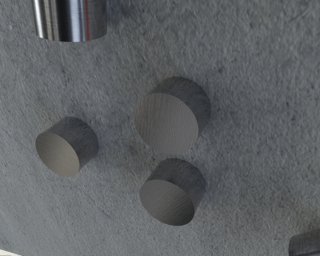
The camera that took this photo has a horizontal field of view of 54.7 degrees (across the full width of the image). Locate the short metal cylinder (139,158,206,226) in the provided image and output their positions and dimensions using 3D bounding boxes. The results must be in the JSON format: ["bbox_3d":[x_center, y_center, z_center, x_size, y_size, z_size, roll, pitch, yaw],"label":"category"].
[{"bbox_3d":[0.019,0.090,0.435,0.080,0.050,0.079,13,124,20],"label":"short metal cylinder"}]

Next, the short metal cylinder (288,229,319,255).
[{"bbox_3d":[0.199,0.162,0.366,0.080,0.080,0.050,49,128,-7],"label":"short metal cylinder"}]

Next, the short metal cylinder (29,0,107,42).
[{"bbox_3d":[-0.099,-0.132,0.340,0.080,0.080,0.050,17,125,18],"label":"short metal cylinder"}]

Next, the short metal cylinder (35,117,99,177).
[{"bbox_3d":[-0.143,0.029,0.482,0.080,0.050,0.079,13,124,20],"label":"short metal cylinder"}]

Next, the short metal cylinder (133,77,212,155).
[{"bbox_3d":[0.016,-0.015,0.372,0.080,0.050,0.079,13,124,20],"label":"short metal cylinder"}]
